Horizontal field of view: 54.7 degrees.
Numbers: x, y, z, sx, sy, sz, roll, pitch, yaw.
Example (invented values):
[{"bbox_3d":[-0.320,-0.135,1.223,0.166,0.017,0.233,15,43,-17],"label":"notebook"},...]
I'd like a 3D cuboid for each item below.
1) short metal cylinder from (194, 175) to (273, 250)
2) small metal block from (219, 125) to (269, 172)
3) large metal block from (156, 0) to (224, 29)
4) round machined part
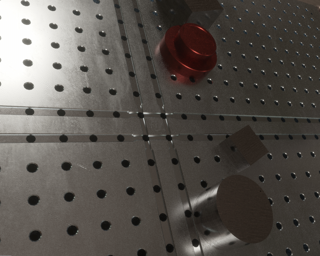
[{"bbox_3d":[0.089,0.104,0.379,0.081,0.050,0.080,14,56,-21],"label":"short metal cylinder"},{"bbox_3d":[0.125,0.030,0.460,0.050,0.025,0.050,-26,76,-37],"label":"small metal block"},{"bbox_3d":[0.053,-0.223,0.559,0.081,0.050,0.080,-20,73,-36],"label":"large metal block"},{"bbox_3d":[0.053,-0.133,0.509,0.099,0.042,0.098,14,56,-21],"label":"round machined part"}]
